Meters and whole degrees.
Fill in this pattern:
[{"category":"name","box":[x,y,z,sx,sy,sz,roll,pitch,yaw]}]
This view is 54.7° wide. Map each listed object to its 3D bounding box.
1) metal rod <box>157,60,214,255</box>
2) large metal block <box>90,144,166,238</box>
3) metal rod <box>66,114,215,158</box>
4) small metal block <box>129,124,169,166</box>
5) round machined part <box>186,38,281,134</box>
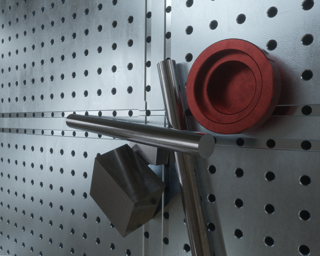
[{"category":"metal rod","box":[0.034,0.062,0.379,0.025,0.025,0.298,-17,79,38]},{"category":"large metal block","box":[-0.046,0.082,0.409,0.080,0.050,0.079,43,137,27]},{"category":"metal rod","box":[-0.052,0.003,0.418,0.300,0.025,0.025,9,96,49]},{"category":"small metal block","box":[-0.014,0.021,0.419,0.050,0.025,0.050,8,95,39]},{"category":"round machined part","box":[0.080,-0.042,0.331,0.098,0.042,0.097,0,90,39]}]
